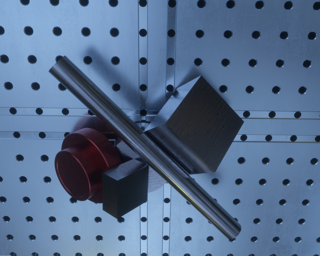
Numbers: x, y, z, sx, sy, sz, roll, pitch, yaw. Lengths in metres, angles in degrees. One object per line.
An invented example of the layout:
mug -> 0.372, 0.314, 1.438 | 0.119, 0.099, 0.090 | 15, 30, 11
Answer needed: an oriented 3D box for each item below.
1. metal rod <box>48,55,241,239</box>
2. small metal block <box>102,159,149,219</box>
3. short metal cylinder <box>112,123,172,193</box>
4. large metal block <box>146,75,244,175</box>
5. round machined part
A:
metal rod -> -0.006, 0.033, 0.368 | 0.025, 0.025, 0.300 | -42, 105, 14
small metal block -> -0.040, 0.070, 0.366 | 0.025, 0.050, 0.050 | 19, 116, 36
short metal cylinder -> -0.024, 0.039, 0.410 | 0.081, 0.050, 0.079 | 0, 110, 0
large metal block -> 0.042, -0.002, 0.373 | 0.080, 0.050, 0.080 | 44, 61, -15
round machined part -> -0.095, 0.052, 0.391 | 0.098, 0.042, 0.097 | 18, 120, 34
